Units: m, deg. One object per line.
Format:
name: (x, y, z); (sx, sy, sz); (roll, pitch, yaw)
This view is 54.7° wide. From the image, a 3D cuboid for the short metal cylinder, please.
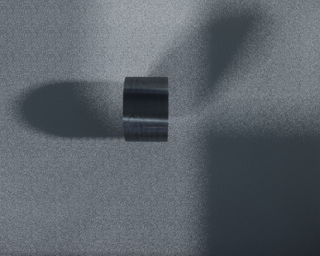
short metal cylinder: (-0.016, -0.023, 0.381); (0.050, 0.080, 0.079); (0, 90, 0)
